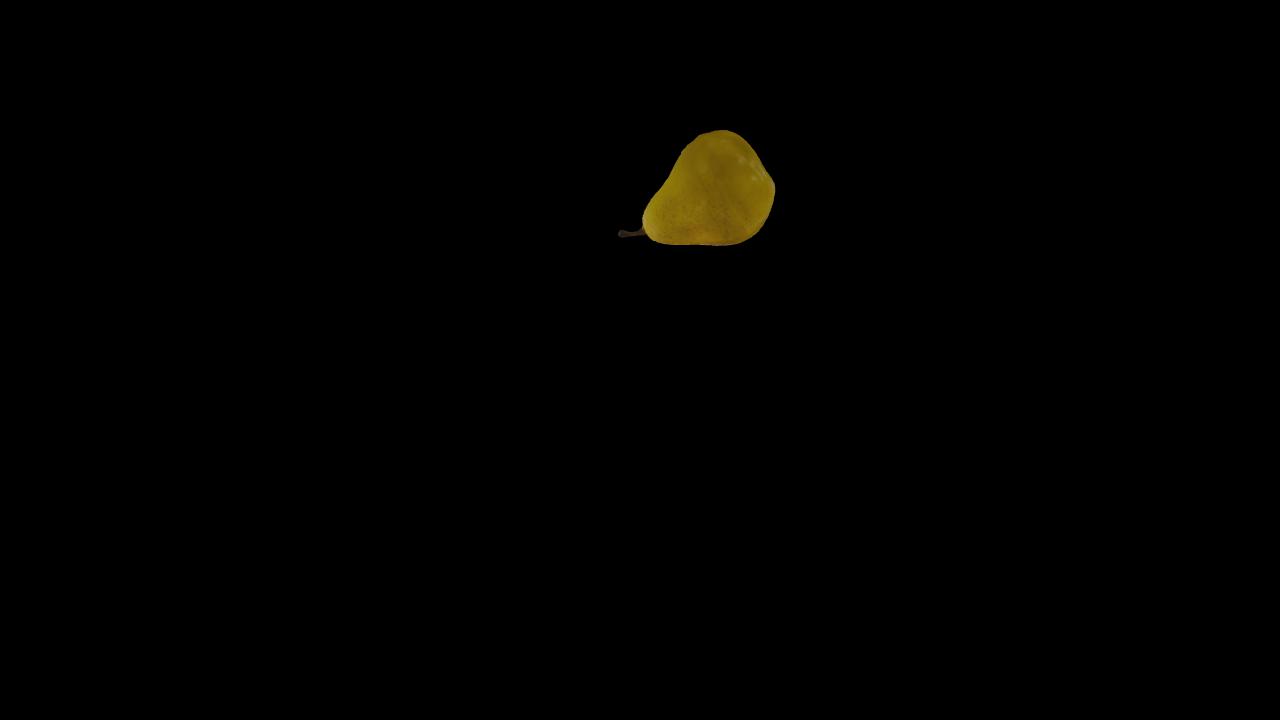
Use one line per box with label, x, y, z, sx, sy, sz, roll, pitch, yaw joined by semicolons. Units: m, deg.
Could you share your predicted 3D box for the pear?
pear;0.040;-0.108;0.444;0.111;0.080;0.080;-36;-10;13
